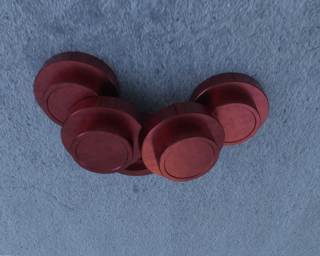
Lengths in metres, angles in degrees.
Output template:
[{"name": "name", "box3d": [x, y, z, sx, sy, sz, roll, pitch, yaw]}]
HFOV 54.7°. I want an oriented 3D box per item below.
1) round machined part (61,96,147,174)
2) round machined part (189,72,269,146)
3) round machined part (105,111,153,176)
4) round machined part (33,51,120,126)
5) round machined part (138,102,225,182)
[{"name": "round machined part", "box3d": [-0.063, 0.015, 0.354, 0.099, 0.042, 0.097, -1, 130, 0]}, {"name": "round machined part", "box3d": [0.086, -0.016, 0.384, 0.099, 0.042, 0.097, -1, 130, 0]}, {"name": "round machined part", "box3d": [-0.032, 0.016, 0.411, 0.099, 0.042, 0.097, -1, 130, 0]}, {"name": "round machined part", "box3d": [-0.098, -0.036, 0.364, 0.099, 0.042, 0.097, -1, 130, 0]}, {"name": "round machined part", "box3d": [0.027, 0.022, 0.348, 0.099, 0.042, 0.097, -9, 130, -10]}]
